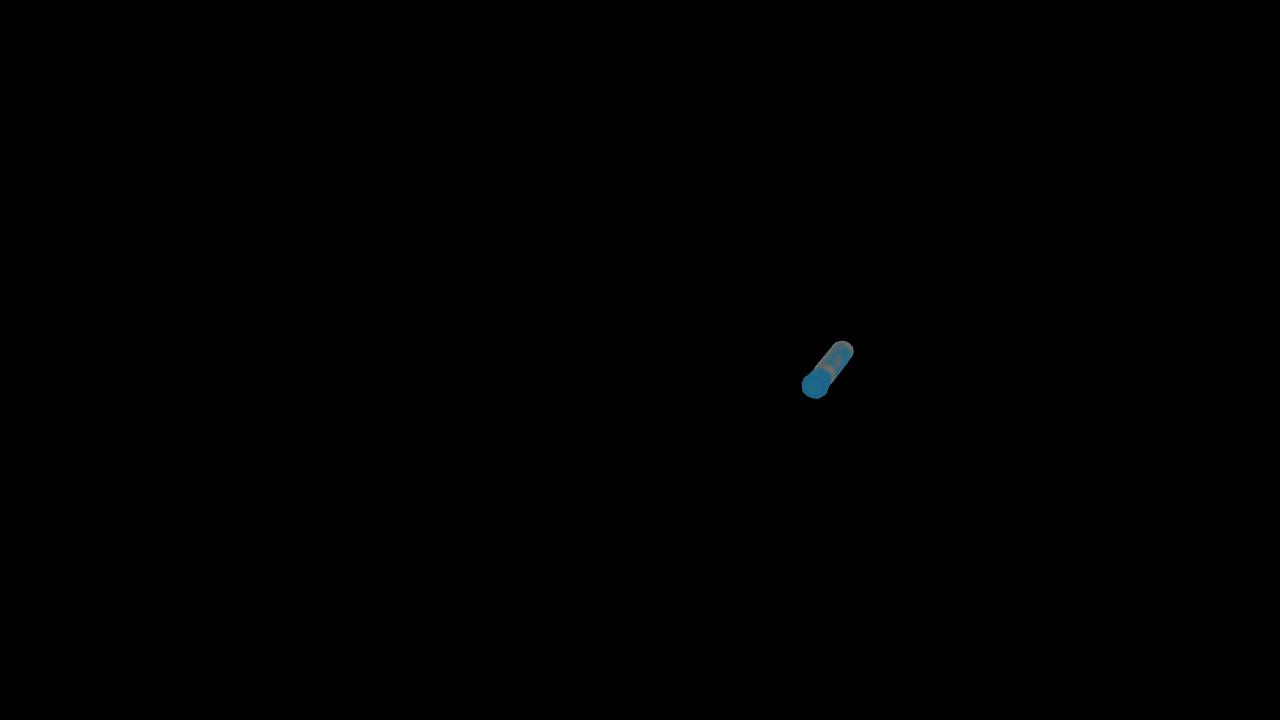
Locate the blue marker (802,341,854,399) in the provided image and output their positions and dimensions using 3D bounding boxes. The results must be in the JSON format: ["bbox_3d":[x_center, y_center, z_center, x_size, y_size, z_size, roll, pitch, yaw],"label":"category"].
[{"bbox_3d":[0.150,0.006,0.487,0.020,0.020,0.121,0,14,28],"label":"blue marker"}]
